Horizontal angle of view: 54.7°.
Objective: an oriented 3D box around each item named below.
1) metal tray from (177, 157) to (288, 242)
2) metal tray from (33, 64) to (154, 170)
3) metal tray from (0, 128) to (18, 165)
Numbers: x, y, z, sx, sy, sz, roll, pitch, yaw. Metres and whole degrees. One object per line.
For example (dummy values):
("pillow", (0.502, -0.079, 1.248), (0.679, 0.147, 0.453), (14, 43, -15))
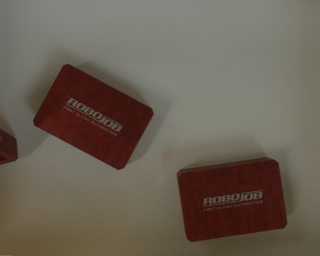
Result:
("metal tray", (0.093, 0.093, 0.410), (0.131, 0.030, 0.089), (-8, 90, -1))
("metal tray", (-0.085, -0.014, 0.408), (0.130, 0.030, 0.090), (28, 90, -1))
("metal tray", (-0.238, 0.017, 0.354), (0.091, 0.130, 0.030), (-15, 68, -1))
